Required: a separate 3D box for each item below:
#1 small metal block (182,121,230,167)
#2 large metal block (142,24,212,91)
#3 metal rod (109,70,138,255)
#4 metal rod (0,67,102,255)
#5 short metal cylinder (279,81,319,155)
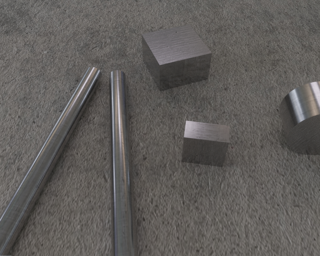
[{"bbox_3d":[0.054,0.020,0.371,0.050,0.050,0.025,7,51,5],"label":"small metal block"},{"bbox_3d":[0.023,-0.110,0.480,0.081,0.050,0.080,-16,52,-13],"label":"large metal block"},{"bbox_3d":[-0.047,0.036,0.372,0.025,0.025,0.300,-5,50,-4],"label":"metal rod"},{"bbox_3d":[-0.133,0.029,0.377,0.025,0.025,0.300,10,51,8],"label":"metal rod"},{"bbox_3d":[0.193,-0.010,0.378,0.080,0.080,0.050,3,50,2],"label":"short metal cylinder"}]
